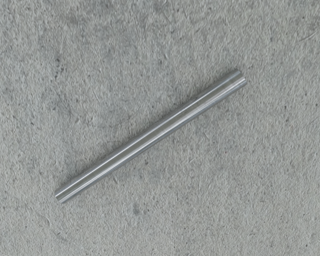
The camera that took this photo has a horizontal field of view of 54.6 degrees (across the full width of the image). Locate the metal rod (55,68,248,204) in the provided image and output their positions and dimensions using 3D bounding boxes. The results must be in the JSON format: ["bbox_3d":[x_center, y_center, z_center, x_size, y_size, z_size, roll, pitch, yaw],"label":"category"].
[{"bbox_3d":[-0.020,0.016,0.417,0.300,0.025,0.025,-34,107,11],"label":"metal rod"}]
